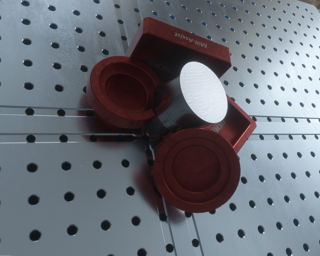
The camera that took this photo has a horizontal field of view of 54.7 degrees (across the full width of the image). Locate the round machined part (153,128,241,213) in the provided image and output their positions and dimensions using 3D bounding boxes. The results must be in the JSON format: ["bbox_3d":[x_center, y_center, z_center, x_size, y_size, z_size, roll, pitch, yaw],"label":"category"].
[{"bbox_3d":[0.043,0.048,0.371,0.099,0.042,0.097,0,92,5],"label":"round machined part"}]

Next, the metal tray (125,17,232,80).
[{"bbox_3d":[0.022,-0.093,0.436,0.131,0.090,0.030,14,56,-21],"label":"metal tray"}]

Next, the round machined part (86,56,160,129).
[{"bbox_3d":[-0.046,-0.041,0.399,0.099,0.042,0.098,14,56,-21],"label":"round machined part"}]

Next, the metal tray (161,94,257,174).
[{"bbox_3d":[0.074,0.004,0.444,0.090,0.030,0.131,45,51,3],"label":"metal tray"}]

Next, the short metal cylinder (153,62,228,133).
[{"bbox_3d":[0.038,-0.035,0.388,0.081,0.050,0.080,18,60,-34],"label":"short metal cylinder"}]
